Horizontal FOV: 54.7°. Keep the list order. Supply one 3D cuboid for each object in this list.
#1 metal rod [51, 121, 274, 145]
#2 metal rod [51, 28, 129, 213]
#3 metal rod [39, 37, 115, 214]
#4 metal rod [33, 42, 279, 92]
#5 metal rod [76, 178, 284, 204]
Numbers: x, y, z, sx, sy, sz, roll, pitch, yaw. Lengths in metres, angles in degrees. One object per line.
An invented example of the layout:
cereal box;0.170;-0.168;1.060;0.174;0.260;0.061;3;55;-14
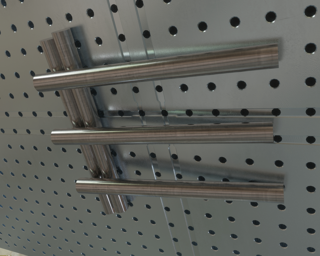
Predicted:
metal rod;-0.013;0.009;0.402;0.301;0.025;0.025;-2;118;21
metal rod;-0.096;0.005;0.462;0.025;0.025;0.298;1;119;27
metal rod;-0.117;0.012;0.477;0.025;0.025;0.298;1;119;27
metal rod;-0.022;-0.066;0.362;0.301;0.025;0.025;-2;118;22
metal rod;0.013;0.086;0.437;0.301;0.025;0.025;-2;118;22
